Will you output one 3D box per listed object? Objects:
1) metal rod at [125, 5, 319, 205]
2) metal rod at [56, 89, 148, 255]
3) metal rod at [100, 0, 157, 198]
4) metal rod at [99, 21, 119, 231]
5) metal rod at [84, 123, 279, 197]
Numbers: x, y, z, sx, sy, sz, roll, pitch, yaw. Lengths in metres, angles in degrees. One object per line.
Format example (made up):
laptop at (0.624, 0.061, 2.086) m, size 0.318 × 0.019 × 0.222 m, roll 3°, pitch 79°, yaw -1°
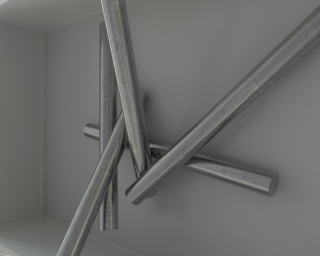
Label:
metal rod at (0.064, -0.012, 0.331) m, size 0.299 × 0.025 × 0.025 m, roll -45°, pitch 63°, yaw 22°
metal rod at (-0.081, 0.082, 0.384) m, size 0.025 × 0.025 × 0.300 m, roll 4°, pitch 64°, yaw 40°
metal rod at (-0.036, -0.049, 0.356) m, size 0.025 × 0.025 × 0.298 m, roll 12°, pitch 121°, yaw 39°
metal rod at (-0.073, -0.013, 0.439) m, size 0.025 × 0.025 × 0.299 m, roll -14°, pitch 73°, yaw 39°
metal rod at (0.001, 0.031, 0.406) m, size 0.300 × 0.025 × 0.025 m, roll 13°, pitch 99°, yaw 39°
